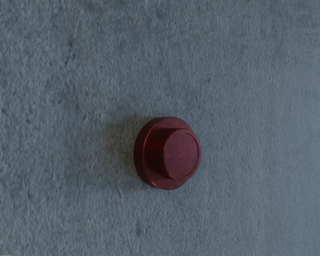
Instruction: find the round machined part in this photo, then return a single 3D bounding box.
[{"bbox_3d":[0.017,0.034,0.410,0.099,0.042,0.097,0,90,-40],"label":"round machined part"}]
